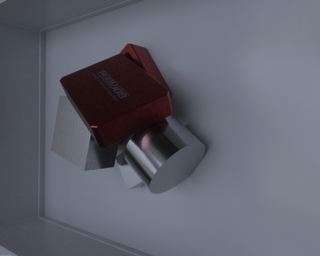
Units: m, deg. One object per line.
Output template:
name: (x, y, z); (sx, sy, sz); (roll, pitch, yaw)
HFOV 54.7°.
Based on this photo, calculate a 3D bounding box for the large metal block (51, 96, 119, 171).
large metal block: (-0.101, 0.005, 0.427); (0.080, 0.050, 0.079); (21, 103, 37)

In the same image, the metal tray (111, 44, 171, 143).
metal tray: (-0.053, -0.043, 0.443); (0.129, 0.030, 0.090); (-41, 66, 32)

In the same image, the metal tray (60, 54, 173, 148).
metal tray: (-0.056, -0.039, 0.368); (0.130, 0.091, 0.030); (45, 156, 46)

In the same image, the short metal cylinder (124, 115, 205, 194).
short metal cylinder: (0.006, 0.031, 0.363); (0.050, 0.081, 0.080); (47, 118, 29)

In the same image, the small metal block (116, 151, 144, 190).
small metal block: (-0.029, 0.051, 0.427); (0.050, 0.025, 0.050); (-35, 68, 34)
